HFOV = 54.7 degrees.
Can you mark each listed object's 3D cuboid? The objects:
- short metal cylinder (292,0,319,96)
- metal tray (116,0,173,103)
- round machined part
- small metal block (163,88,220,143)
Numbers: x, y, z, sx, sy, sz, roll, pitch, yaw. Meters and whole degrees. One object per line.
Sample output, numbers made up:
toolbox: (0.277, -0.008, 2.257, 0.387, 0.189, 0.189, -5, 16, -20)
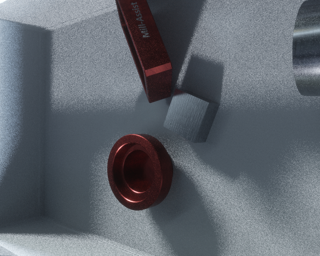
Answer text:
short metal cylinder: (0.146, -0.065, 0.250, 0.050, 0.081, 0.079, 6, 94, 39)
metal tray: (-0.021, -0.106, 0.381, 0.030, 0.090, 0.129, -19, 75, -4)
round machined part: (-0.022, 0.056, 0.412, 0.098, 0.042, 0.097, 0, 90, 39)
small metal block: (0.037, -0.015, 0.375, 0.050, 0.025, 0.050, 29, 108, 36)
